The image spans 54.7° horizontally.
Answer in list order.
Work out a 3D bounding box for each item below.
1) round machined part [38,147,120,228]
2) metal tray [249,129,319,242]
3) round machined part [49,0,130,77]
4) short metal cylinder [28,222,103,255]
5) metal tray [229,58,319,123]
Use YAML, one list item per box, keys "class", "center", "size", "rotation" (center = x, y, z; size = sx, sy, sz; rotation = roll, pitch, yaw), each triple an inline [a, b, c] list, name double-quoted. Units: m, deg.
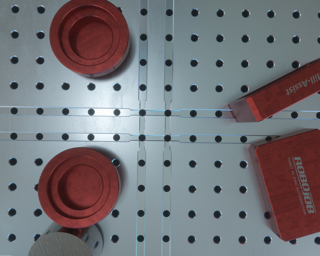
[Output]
- class: "round machined part"
  center: [-0.100, 0.076, 0.397]
  size: [0.099, 0.042, 0.098]
  rotation: [0, 78, -1]
- class: "metal tray"
  center: [0.183, 0.074, 0.413]
  size: [0.091, 0.030, 0.129]
  rotation: [-16, 90, -1]
- class: "round machined part"
  center: [-0.088, -0.115, 0.404]
  size: [0.099, 0.042, 0.097]
  rotation: [0, 90, -1]
- class: "short metal cylinder"
  center: [-0.118, 0.160, 0.395]
  size: [0.081, 0.050, 0.079]
  rotation: [0, 97, 1]
- class: "metal tray"
  center: [0.159, -0.049, 0.383]
  size: [0.131, 0.090, 0.030]
  rotation: [-27, 90, 0]
